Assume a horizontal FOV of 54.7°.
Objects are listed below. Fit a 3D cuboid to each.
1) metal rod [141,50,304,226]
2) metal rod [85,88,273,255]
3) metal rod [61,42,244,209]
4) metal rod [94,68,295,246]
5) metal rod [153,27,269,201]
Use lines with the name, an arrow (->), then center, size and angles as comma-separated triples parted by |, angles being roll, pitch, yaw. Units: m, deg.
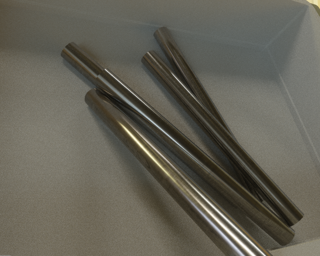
metal rod -> 0.076, 0.005, 0.423 | 0.025, 0.025, 0.300 | -29, 72, -37
metal rod -> 0.005, 0.040, 0.294 | 0.025, 0.025, 0.300 | -15, 41, -34
metal rod -> -0.007, -0.003, 0.403 | 0.300, 0.025, 0.025 | 41, 51, 0
metal rod -> 0.042, 0.035, 0.378 | 0.300, 0.025, 0.025 | 41, 51, 0
metal rod -> 0.071, -0.028, 0.460 | 0.025, 0.025, 0.299 | -18, 71, -35
